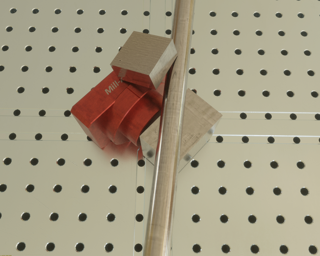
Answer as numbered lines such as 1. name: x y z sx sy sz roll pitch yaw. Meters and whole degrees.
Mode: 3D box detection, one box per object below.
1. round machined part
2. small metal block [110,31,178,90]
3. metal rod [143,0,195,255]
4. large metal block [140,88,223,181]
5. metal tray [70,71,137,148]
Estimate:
1. round machined part: -0.021 -0.016 0.383 0.042 0.098 0.098 41 75 13
2. small metal block: -0.017 -0.074 0.335 0.050 0.025 0.050 20 68 26
3. metal rod: 0.014 -0.021 0.334 0.025 0.025 0.299 7 70 2
4. large metal block: 0.024 0.011 0.376 0.050 0.080 0.080 41 75 13
5. metal tray: -0.044 -0.040 0.391 0.030 0.090 0.130 41 75 13
